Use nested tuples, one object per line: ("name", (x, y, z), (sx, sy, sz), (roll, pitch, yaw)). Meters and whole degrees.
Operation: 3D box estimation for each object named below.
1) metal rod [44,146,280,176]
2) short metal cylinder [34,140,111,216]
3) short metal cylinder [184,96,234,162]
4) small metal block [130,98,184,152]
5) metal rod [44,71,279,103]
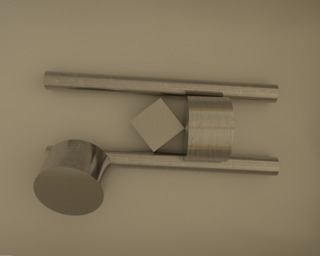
("metal rod", (0.003, 0.043, 0.409), (0.302, 0.025, 0.025), (3, 90, -1))
("short metal cylinder", (-0.105, 0.061, 0.379), (0.081, 0.050, 0.079), (1, 124, 1))
("short metal cylinder", (0.057, 0.001, 0.383), (0.050, 0.080, 0.079), (2, 90, 0))
("small metal block", (-0.004, -0.004, 0.410), (0.050, 0.025, 0.050), (-38, 91, 0))
("metal rod", (0.002, -0.054, 0.409), (0.302, 0.025, 0.025), (3, 90, -1))
